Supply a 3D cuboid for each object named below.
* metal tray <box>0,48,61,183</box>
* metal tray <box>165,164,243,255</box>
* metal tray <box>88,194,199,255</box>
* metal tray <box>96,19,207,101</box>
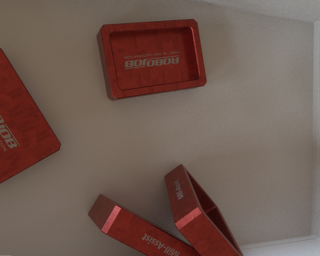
[{"bbox_3d":[-0.182,-0.011,0.341,0.091,0.030,0.130,-32,101,-18],"label":"metal tray"},{"bbox_3d":[0.049,0.105,0.373,0.030,0.130,0.090,-38,104,5],"label":"metal tray"},{"bbox_3d":[-0.016,0.128,0.370,0.130,0.090,0.030,34,75,-17],"label":"metal tray"},{"bbox_3d":[-0.009,-0.090,0.405,0.131,0.030,0.089,-11,94,-20],"label":"metal tray"}]
